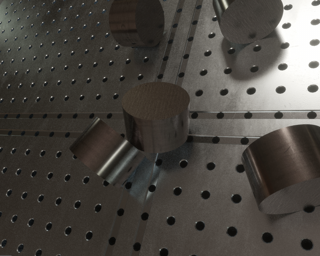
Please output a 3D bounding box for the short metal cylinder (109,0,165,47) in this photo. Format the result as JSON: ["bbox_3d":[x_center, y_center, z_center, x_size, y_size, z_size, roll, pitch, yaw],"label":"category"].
[{"bbox_3d":[-0.035,-0.171,0.495,0.050,0.080,0.080,9,66,32],"label":"short metal cylinder"}]

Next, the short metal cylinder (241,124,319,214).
[{"bbox_3d":[0.122,0.040,0.284,0.080,0.080,0.050,-21,54,15],"label":"short metal cylinder"}]

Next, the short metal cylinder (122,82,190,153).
[{"bbox_3d":[-0.004,-0.015,0.381,0.081,0.050,0.080,-2,39,2],"label":"short metal cylinder"}]

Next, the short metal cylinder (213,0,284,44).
[{"bbox_3d":[0.115,-0.159,0.410,0.080,0.080,0.050,-19,55,17],"label":"short metal cylinder"}]

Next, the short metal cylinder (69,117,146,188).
[{"bbox_3d":[-0.064,0.030,0.387,0.080,0.080,0.050,34,81,38],"label":"short metal cylinder"}]
